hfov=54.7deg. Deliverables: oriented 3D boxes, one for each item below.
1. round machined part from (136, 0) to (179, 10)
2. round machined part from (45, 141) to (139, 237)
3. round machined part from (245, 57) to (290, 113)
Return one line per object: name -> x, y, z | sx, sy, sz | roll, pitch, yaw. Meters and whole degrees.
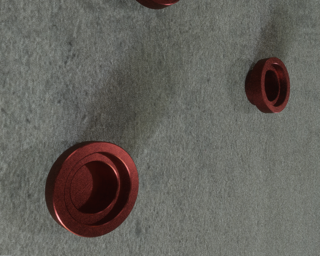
round machined part -> -0.014, -0.197, 0.383 | 0.099, 0.042, 0.097 | 0, 90, -40
round machined part -> -0.075, 0.062, 0.333 | 0.099, 0.042, 0.097 | 0, 90, -40
round machined part -> 0.190, -0.075, 0.556 | 0.099, 0.042, 0.097 | 0, 90, -40
